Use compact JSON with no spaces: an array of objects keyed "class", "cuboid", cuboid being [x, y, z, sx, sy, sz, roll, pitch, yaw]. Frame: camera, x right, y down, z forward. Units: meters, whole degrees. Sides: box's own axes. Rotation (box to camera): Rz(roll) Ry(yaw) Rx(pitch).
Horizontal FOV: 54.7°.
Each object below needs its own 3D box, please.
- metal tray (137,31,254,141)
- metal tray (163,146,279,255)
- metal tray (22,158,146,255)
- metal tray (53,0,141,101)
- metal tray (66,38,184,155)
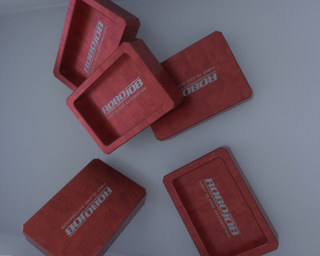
[{"class":"metal tray","cuboid":[0.039,-0.050,0.394,0.130,0.030,0.090,-27,81,17]},{"class":"metal tray","cuboid":[0.073,0.098,0.381,0.090,0.030,0.130,-30,80,17]},{"class":"metal tray","cuboid":[-0.090,0.108,0.392,0.090,0.131,0.030,30,141,17]},{"class":"metal tray","cuboid":[-0.089,-0.104,0.412,0.090,0.030,0.129,37,124,15]},{"class":"metal tray","cuboid":[-0.047,-0.034,0.380,0.130,0.030,0.090,-34,94,34]}]
